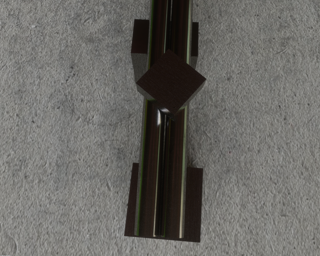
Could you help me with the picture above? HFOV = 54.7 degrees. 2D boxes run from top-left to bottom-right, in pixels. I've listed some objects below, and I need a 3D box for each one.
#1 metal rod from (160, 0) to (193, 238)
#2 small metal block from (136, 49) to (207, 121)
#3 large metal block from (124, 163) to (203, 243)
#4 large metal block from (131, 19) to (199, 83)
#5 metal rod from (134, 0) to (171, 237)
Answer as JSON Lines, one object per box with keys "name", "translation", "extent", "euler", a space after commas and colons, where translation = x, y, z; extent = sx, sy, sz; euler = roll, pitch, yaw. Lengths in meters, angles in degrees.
{"name": "metal rod", "translation": [0.021, -0.036, 0.345], "extent": [0.025, 0.025, 0.299], "euler": [3, 77, 1]}
{"name": "small metal block", "translation": [0.011, -0.045, 0.322], "extent": [0.050, 0.025, 0.050], "euler": [41, 80, 7]}
{"name": "large metal block", "translation": [0.006, 0.088, 0.363], "extent": [0.080, 0.050, 0.080], "euler": [5, 70, 1]}
{"name": "large metal block", "translation": [0.007, -0.098, 0.416], "extent": [0.080, 0.080, 0.050], "euler": [3, 70, 1]}
{"name": "metal rod", "translation": [-0.005, -0.037, 0.346], "extent": [0.025, 0.025, 0.299], "euler": [3, 77, 1]}
